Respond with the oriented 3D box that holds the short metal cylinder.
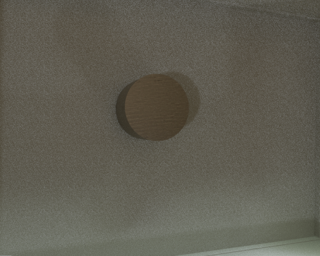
[{"bbox_3d":[-0.011,-0.024,0.391,0.081,0.050,0.080,0,90,-20],"label":"short metal cylinder"}]
